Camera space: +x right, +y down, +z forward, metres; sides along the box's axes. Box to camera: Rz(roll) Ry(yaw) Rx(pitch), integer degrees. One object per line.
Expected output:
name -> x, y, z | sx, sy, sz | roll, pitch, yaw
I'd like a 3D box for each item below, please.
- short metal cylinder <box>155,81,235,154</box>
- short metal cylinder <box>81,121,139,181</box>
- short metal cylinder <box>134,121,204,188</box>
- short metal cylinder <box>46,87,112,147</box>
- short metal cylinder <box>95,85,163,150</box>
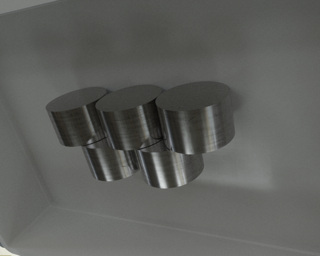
short metal cylinder -> 0.039, -0.014, 0.342 | 0.080, 0.080, 0.050 | 2, 119, 27
short metal cylinder -> -0.062, 0.028, 0.421 | 0.080, 0.080, 0.050 | 1, 119, 28
short metal cylinder -> 0.011, 0.030, 0.384 | 0.080, 0.080, 0.050 | 1, 119, 28
short metal cylinder -> -0.104, -0.017, 0.415 | 0.080, 0.080, 0.050 | 1, 119, 28
short metal cylinder -> -0.032, -0.015, 0.379 | 0.080, 0.080, 0.050 | 1, 119, 28
